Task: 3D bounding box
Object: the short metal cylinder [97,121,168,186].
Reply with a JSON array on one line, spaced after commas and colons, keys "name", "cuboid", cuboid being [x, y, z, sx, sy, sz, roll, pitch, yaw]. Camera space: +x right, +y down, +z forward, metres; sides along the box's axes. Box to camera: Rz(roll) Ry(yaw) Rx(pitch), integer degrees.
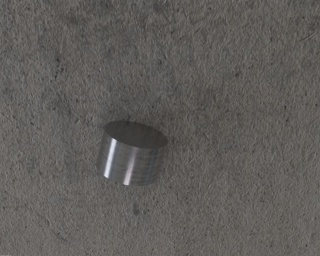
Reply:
[{"name": "short metal cylinder", "cuboid": [-0.035, 0.030, 0.391, 0.080, 0.080, 0.050, 14, 110, -5]}]
